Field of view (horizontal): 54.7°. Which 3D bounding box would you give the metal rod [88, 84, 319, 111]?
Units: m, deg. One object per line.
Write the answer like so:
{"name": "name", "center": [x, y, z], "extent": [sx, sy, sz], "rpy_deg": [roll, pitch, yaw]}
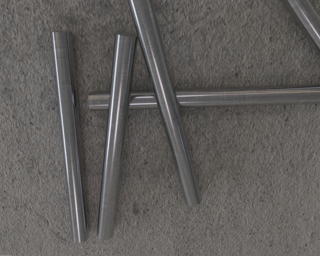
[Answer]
{"name": "metal rod", "center": [0.062, -0.039, 0.395], "extent": [0.302, 0.025, 0.025], "rpy_deg": [-2, 110, 0]}

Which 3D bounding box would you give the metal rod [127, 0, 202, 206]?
{"name": "metal rod", "center": [0.012, -0.020, 0.375], "extent": [0.025, 0.025, 0.298], "rpy_deg": [-14, 120, 5]}

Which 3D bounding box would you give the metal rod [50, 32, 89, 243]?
{"name": "metal rod", "center": [-0.119, 0.026, 0.418], "extent": [0.025, 0.025, 0.298], "rpy_deg": [1, 110, 0]}

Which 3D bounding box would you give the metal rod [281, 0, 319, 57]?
{"name": "metal rod", "center": [0.166, -0.136, 0.360], "extent": [0.025, 0.025, 0.300], "rpy_deg": [-40, 106, 13]}

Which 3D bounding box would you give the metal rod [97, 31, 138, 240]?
{"name": "metal rod", "center": [-0.059, 0.029, 0.400], "extent": [0.025, 0.025, 0.298], "rpy_deg": [9, 117, -3]}
